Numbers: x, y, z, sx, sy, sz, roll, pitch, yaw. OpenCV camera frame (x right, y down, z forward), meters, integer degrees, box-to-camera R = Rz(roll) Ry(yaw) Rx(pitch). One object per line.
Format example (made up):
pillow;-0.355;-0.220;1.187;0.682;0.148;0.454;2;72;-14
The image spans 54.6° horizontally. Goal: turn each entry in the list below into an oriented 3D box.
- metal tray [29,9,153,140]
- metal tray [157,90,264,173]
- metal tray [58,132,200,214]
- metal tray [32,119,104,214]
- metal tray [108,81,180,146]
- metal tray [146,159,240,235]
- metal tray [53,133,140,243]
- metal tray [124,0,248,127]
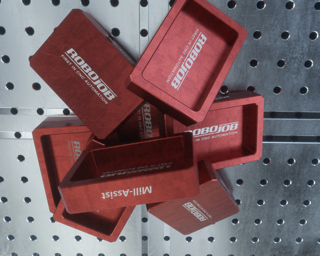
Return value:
metal tray;-0.079;-0.062;0.369;0.090;0.030;0.130;-43;89;14
metal tray;0.066;0.007;0.394;0.131;0.030;0.089;-10;111;-15
metal tray;-0.027;0.043;0.325;0.130;0.090;0.030;-10;110;8
metal tray;-0.115;0.054;0.430;0.090;0.030;0.129;-4;109;1
metal tray;-0.019;0.005;0.412;0.090;0.030;0.129;-5;108;0
metal tray;0.046;0.097;0.411;0.090;0.030;0.130;-27;141;10
metal tray;-0.073;0.080;0.407;0.090;0.030;0.129;25;108;-9
metal tray;0.032;-0.078;0.346;0.090;0.030;0.130;32;74;-11
